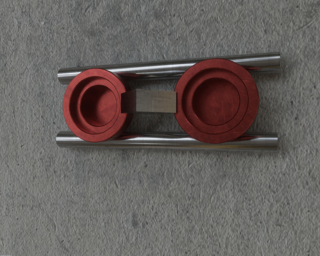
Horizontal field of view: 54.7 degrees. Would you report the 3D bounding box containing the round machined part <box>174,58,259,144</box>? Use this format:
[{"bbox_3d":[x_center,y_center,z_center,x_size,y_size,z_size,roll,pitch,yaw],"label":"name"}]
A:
[{"bbox_3d":[0.068,-0.031,0.371,0.098,0.042,0.097,0,90,20],"label":"round machined part"}]

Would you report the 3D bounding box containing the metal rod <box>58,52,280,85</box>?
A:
[{"bbox_3d":[-0.002,-0.076,0.410,0.301,0.025,0.025,0,90,19],"label":"metal rod"}]

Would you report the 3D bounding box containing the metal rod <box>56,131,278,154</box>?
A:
[{"bbox_3d":[-0.005,0.017,0.411,0.301,0.025,0.025,0,90,19],"label":"metal rod"}]

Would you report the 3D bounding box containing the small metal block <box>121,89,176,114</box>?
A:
[{"bbox_3d":[-0.015,-0.030,0.374,0.050,0.050,0.025,-1,89,63],"label":"small metal block"}]

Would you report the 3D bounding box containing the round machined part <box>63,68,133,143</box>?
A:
[{"bbox_3d":[-0.079,-0.030,0.424,0.098,0.042,0.097,0,90,20],"label":"round machined part"}]
